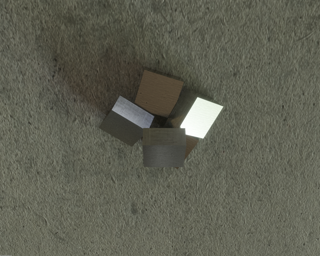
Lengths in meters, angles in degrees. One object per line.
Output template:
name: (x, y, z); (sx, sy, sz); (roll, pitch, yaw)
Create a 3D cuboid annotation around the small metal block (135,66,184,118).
small metal block: (-0.002, -0.045, 0.395); (0.050, 0.025, 0.050); (16, 109, -7)

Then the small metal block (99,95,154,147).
small metal block: (-0.043, -0.007, 0.395); (0.050, 0.025, 0.050); (31, 143, -12)

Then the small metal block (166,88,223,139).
small metal block: (0.044, -0.018, 0.393); (0.050, 0.025, 0.050); (14, 114, -41)

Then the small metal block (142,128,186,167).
small metal block: (0.005, 0.025, 0.382); (0.050, 0.025, 0.050); (0, 143, -1)

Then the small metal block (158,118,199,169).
small metal block: (0.016, 0.019, 0.419); (0.050, 0.025, 0.050); (31, 107, -11)
